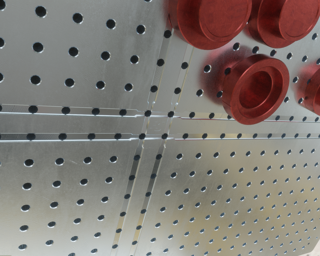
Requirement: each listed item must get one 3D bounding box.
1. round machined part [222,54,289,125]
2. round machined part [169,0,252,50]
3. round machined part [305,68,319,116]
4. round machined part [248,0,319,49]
[{"bbox_3d":[0.127,-0.056,0.434,0.099,0.042,0.097,-14,124,-21],"label":"round machined part"},{"bbox_3d":[0.063,-0.136,0.350,0.099,0.042,0.097,-14,124,-21],"label":"round machined part"},{"bbox_3d":[0.298,-0.062,0.523,0.099,0.042,0.097,-14,124,-21],"label":"round machined part"},{"bbox_3d":[0.166,-0.150,0.397,0.099,0.042,0.097,-14,124,-21],"label":"round machined part"}]
